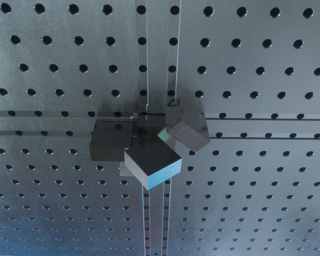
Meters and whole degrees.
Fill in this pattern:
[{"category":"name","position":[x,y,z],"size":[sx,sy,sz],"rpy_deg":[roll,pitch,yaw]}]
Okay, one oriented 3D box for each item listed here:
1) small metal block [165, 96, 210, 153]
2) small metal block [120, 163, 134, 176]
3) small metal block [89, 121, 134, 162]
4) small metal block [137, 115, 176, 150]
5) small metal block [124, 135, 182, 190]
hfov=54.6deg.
[{"category":"small metal block","position":[0.034,-0.005,0.391],"size":[0.050,0.050,0.025],"rpy_deg":[35,121,-26]},{"category":"small metal block","position":[-0.027,0.048,0.432],"size":[0.050,0.050,0.025],"rpy_deg":[1,99,-1]},{"category":"small metal block","position":[-0.062,0.017,0.409],"size":[0.050,0.050,0.025],"rpy_deg":[2,131,-1]},{"category":"small metal block","position":[-0.004,0.009,0.419],"size":[0.050,0.025,0.050],"rpy_deg":[0,130,-2]},{"category":"small metal block","position":[-0.009,0.042,0.384],"size":[0.050,0.050,0.025],"rpy_deg":[-25,138,-29]}]
